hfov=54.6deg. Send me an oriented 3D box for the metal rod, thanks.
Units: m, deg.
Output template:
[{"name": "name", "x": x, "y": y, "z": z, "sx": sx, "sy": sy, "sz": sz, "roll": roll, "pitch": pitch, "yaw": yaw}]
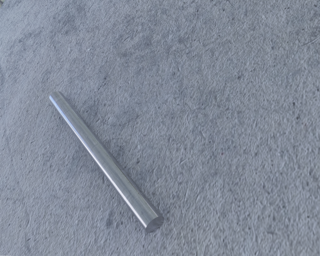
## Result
[{"name": "metal rod", "x": -0.091, "y": 0.027, "z": 0.436, "sx": 0.025, "sy": 0.025, "sz": 0.300, "roll": -45, "pitch": 51, "yaw": -3}]
